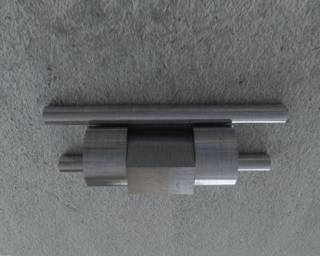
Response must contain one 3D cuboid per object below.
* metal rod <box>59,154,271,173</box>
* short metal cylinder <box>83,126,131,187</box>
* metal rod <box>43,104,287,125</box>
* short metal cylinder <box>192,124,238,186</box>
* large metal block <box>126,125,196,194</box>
[{"bbox_3d":[0.007,0.051,0.453,0.302,0.025,0.025,0,130,0],"label":"metal rod"},{"bbox_3d":[-0.065,0.036,0.402,0.050,0.080,0.079,-1,130,0],"label":"short metal cylinder"},{"bbox_3d":[0.007,-0.017,0.394,0.302,0.025,0.025,0,130,0],"label":"metal rod"},{"bbox_3d":[0.067,0.035,0.402,0.050,0.080,0.079,-1,130,0],"label":"short metal cylinder"},{"bbox_3d":[0.001,0.038,0.402,0.081,0.080,0.050,0,130,0],"label":"large metal block"}]
